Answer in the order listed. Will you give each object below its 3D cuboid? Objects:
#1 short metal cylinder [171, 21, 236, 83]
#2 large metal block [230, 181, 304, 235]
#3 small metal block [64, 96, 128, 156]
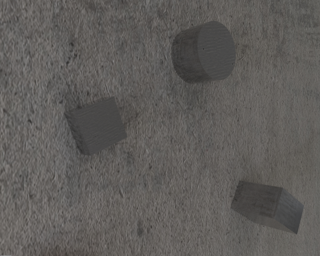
[{"bbox_3d":[0.063,-0.105,0.441,0.081,0.050,0.079,0,90,-40],"label":"short metal cylinder"},{"bbox_3d":[0.180,0.132,0.521,0.080,0.080,0.050,36,68,-34],"label":"large metal block"},{"bbox_3d":[-0.071,-0.003,0.346,0.050,0.025,0.050,-28,108,-36],"label":"small metal block"}]
